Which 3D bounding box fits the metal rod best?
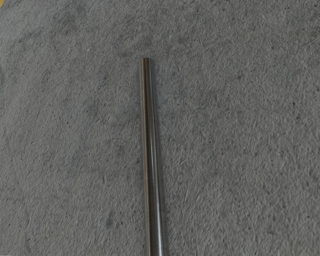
[{"bbox_3d":[-0.011,0.026,0.394,0.025,0.025,0.300,-17,55,18],"label":"metal rod"}]
